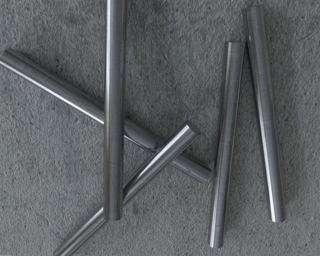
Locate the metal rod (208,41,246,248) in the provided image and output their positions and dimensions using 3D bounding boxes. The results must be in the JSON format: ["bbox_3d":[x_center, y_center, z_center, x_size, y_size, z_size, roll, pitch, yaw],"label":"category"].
[{"bbox_3d":[0.088,0.036,0.423,0.025,0.025,0.298,1,110,-1],"label":"metal rod"}]

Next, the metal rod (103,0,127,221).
[{"bbox_3d":[-0.055,-0.030,0.375,0.025,0.025,0.298,2,102,-1],"label":"metal rod"}]

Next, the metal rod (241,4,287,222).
[{"bbox_3d":[0.141,-0.004,0.409,0.025,0.025,0.298,-12,110,4],"label":"metal rod"}]

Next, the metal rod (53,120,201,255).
[{"bbox_3d":[-0.057,0.099,0.428,0.025,0.025,0.299,39,112,-13],"label":"metal rod"}]

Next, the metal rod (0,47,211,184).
[{"bbox_3d":[-0.062,-0.010,0.405,0.301,0.025,0.025,32,107,-11],"label":"metal rod"}]
